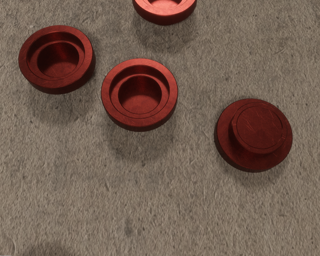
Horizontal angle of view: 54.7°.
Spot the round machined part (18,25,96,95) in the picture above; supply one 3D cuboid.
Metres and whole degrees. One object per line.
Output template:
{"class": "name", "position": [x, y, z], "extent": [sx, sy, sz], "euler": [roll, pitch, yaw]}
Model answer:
{"class": "round machined part", "position": [-0.138, -0.090, 0.430], "extent": [0.099, 0.042, 0.098], "euler": [0, 70, -1]}

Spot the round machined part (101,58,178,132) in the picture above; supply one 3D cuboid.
{"class": "round machined part", "position": [-0.026, -0.040, 0.413], "extent": [0.099, 0.042, 0.098], "euler": [0, 70, 0]}

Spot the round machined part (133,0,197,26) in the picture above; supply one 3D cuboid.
{"class": "round machined part", "position": [0.007, -0.197, 0.471], "extent": [0.099, 0.042, 0.098], "euler": [0, 70, -1]}

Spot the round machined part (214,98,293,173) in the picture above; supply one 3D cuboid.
{"class": "round machined part", "position": [0.122, 0.006, 0.399], "extent": [0.099, 0.042, 0.098], "euler": [0, 70, -1]}
